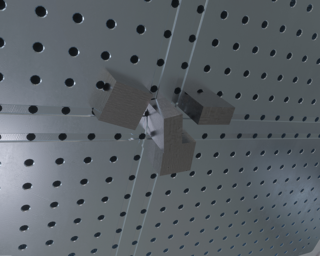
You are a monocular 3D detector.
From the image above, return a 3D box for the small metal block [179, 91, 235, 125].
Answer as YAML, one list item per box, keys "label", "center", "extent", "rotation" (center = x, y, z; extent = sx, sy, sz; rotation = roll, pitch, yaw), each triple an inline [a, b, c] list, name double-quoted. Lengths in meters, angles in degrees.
- label: "small metal block"
  center: [0.062, -0.027, 0.411]
  extent: [0.050, 0.050, 0.025]
  rotation: [0, 119, -28]

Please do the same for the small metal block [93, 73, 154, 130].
- label: "small metal block"
  center: [-0.044, -0.030, 0.368]
  extent: [0.050, 0.025, 0.050]
  rotation: [17, 110, -35]

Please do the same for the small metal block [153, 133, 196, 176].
- label: "small metal block"
  center: [0.020, 0.037, 0.444]
  extent: [0.050, 0.025, 0.050]
  rotation: [-7, 121, -25]

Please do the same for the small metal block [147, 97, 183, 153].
- label: "small metal block"
  center: [0.006, -0.004, 0.395]
  extent: [0.025, 0.050, 0.050]
  rotation: [-14, 124, -20]
